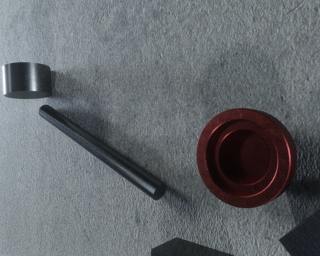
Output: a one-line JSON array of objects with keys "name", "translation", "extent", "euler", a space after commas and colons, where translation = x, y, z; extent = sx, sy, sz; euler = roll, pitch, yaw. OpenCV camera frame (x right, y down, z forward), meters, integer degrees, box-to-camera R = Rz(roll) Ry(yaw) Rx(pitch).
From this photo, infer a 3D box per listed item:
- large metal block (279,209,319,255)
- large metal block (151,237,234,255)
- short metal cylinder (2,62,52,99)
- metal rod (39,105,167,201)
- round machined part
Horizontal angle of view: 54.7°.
[{"name": "large metal block", "translation": [0.163, 0.100, 0.253], "extent": [0.080, 0.050, 0.080], "euler": [-50, 61, 28]}, {"name": "large metal block", "translation": [0.036, 0.183, 0.358], "extent": [0.080, 0.050, 0.079], "euler": [2, 92, 39]}, {"name": "short metal cylinder", "translation": [-0.241, -0.084, 0.564], "extent": [0.080, 0.081, 0.050], "euler": [-8, 85, 39]}, {"name": "metal rod", "translation": [-0.107, 0.026, 0.490], "extent": [0.300, 0.025, 0.025], "euler": [28, 108, 36]}, {"name": "round machined part", "translation": [0.090, 0.029, 0.319], "extent": [0.098, 0.042, 0.097], "euler": [0, 90, 39]}]
